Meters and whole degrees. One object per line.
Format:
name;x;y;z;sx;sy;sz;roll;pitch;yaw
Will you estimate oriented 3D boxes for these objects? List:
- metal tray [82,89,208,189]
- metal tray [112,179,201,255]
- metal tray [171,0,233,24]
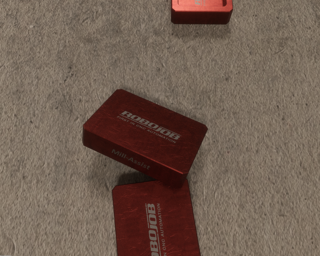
metal tray;-0.016;0.008;0.382;0.130;0.030;0.090;24;44;8
metal tray;-0.003;0.128;0.359;0.091;0.030;0.129;-7;70;-3
metal tray;0.063;-0.226;0.488;0.091;0.030;0.130;0;70;-1
